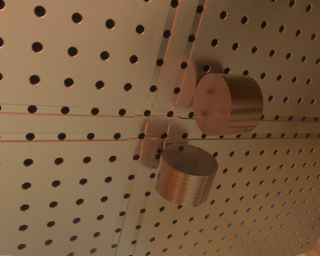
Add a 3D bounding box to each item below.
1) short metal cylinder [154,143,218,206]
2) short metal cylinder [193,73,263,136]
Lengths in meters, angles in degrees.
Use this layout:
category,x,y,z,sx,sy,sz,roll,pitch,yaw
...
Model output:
category,x,y,z,sx,sy,sz,roll,pitch,yaw
short metal cylinder,0.035,0.063,0.434,0.081,0.080,0.050,-1,119,-28
short metal cylinder,0.086,-0.030,0.404,0.050,0.080,0.079,-2,120,-28
